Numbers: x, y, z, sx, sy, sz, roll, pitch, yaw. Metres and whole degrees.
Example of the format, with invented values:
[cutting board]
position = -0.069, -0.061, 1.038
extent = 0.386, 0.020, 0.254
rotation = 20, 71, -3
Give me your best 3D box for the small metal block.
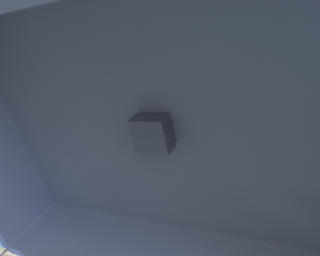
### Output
[small metal block]
position = -0.010, 0.008, 0.415
extent = 0.050, 0.025, 0.050
rotation = 2, 120, 28
